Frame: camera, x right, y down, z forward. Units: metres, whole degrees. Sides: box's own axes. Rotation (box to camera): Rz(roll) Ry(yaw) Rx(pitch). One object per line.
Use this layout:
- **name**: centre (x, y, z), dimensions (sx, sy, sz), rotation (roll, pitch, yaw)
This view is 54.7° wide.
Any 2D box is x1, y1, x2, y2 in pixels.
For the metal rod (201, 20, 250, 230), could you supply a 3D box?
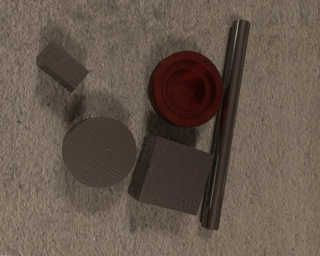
- **metal rod**: centre (0.095, -0.007, 0.445), dimensions (0.025, 0.025, 0.298), rotation (11, 86, -20)

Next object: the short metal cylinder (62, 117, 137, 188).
- **short metal cylinder**: centre (-0.073, 0.027, 0.369), dimensions (0.081, 0.050, 0.079), rotation (0, 90, -21)

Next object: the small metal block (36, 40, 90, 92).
- **small metal block**: centre (-0.112, -0.068, 0.355), dimensions (0.050, 0.050, 0.025), rotation (40, 77, -16)

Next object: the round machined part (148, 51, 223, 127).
- **round machined part**: centre (0.031, -0.050, 0.412), dimensions (0.099, 0.042, 0.097), rotation (0, 90, -21)

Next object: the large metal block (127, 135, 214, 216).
- **large metal block**: centre (0.013, 0.060, 0.402), dimensions (0.081, 0.050, 0.080), rotation (19, 84, -20)
